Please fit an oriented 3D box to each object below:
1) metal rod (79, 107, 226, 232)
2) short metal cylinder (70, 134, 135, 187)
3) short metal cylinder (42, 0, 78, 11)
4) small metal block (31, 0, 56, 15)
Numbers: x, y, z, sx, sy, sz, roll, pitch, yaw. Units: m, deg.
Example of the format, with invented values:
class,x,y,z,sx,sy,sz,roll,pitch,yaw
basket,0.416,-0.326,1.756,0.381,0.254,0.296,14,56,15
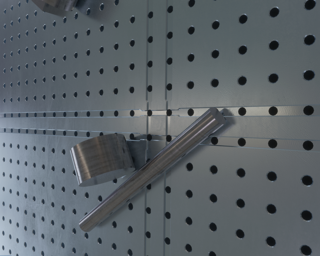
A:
class,x,y,z,sx,sy,sz,roll,pitch,yaw
metal rod,-0.028,0.072,0.431,0.299,0.025,0.025,-43,64,31
short metal cylinder,-0.081,0.047,0.440,0.080,0.081,0.050,-30,71,36
short metal cylinder,-0.171,-0.240,0.515,0.080,0.081,0.050,51,120,27
small metal block,-0.213,-0.251,0.585,0.050,0.025,0.050,44,116,31
